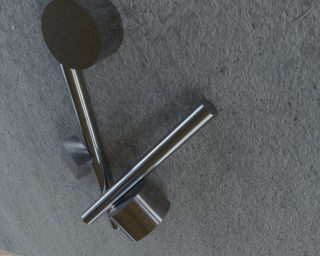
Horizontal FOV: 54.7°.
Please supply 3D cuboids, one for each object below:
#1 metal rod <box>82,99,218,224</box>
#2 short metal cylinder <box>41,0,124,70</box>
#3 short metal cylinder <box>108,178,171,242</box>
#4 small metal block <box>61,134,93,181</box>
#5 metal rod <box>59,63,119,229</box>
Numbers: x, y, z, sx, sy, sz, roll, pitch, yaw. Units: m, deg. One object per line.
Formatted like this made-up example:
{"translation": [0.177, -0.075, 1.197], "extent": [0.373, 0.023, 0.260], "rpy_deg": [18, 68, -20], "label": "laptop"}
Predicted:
{"translation": [-0.031, 0.064, 0.443], "extent": [0.025, 0.025, 0.299], "rpy_deg": [44, 123, -3], "label": "metal rod"}
{"translation": [-0.091, -0.115, 0.367], "extent": [0.080, 0.050, 0.079], "rpy_deg": [13, 124, 21], "label": "short metal cylinder"}
{"translation": [-0.030, 0.121, 0.462], "extent": [0.050, 0.080, 0.080], "rpy_deg": [47, 129, -5], "label": "short metal cylinder"}
{"translation": [-0.131, 0.047, 0.487], "extent": [0.050, 0.025, 0.050], "rpy_deg": [50, 148, 19], "label": "small metal block"}
{"translation": [-0.098, 0.041, 0.483], "extent": [0.025, 0.025, 0.298], "rpy_deg": [4, 121, 26], "label": "metal rod"}
